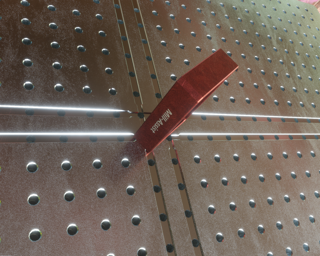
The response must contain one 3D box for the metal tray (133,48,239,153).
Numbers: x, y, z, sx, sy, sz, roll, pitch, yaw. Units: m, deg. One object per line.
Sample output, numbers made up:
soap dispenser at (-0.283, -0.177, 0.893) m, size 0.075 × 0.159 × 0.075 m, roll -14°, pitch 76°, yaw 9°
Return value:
metal tray at (0.028, -0.030, 0.375) m, size 0.030 × 0.129 × 0.091 m, roll 47°, pitch 51°, yaw 4°
